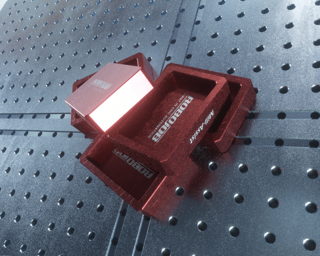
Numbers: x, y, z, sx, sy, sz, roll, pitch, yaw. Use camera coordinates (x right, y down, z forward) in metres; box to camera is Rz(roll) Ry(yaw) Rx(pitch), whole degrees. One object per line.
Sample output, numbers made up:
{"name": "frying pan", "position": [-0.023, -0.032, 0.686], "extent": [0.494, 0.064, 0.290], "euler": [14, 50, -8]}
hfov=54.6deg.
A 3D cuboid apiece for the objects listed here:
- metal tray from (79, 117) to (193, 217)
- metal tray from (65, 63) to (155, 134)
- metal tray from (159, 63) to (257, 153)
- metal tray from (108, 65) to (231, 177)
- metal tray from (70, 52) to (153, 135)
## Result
{"name": "metal tray", "position": [-0.034, 0.040, 0.399], "extent": [0.130, 0.030, 0.090], "euler": [30, 78, 37]}
{"name": "metal tray", "position": [-0.073, -0.047, 0.421], "extent": [0.090, 0.030, 0.130], "euler": [-43, 28, -11]}
{"name": "metal tray", "position": [0.044, -0.031, 0.401], "extent": [0.130, 0.030, 0.090], "euler": [21, 72, 36]}
{"name": "metal tray", "position": [0.013, -0.015, 0.368], "extent": [0.090, 0.030, 0.130], "euler": [22, 62, 36]}
{"name": "metal tray", "position": [-0.074, -0.053, 0.477], "extent": [0.130, 0.030, 0.090], "euler": [-20, 54, 16]}
